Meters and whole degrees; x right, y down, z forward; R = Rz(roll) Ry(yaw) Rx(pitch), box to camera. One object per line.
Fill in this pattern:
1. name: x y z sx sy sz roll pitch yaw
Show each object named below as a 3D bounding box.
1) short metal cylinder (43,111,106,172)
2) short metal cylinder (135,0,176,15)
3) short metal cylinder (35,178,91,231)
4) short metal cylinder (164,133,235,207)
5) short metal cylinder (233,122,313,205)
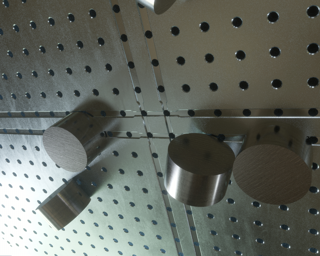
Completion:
1. short metal cylinder: -0.131 0.021 0.477 0.080 0.050 0.079 13 124 21
2. short metal cylinder: -0.003 -0.153 0.283 0.050 0.080 0.079 35 129 5
3. short metal cylinder: -0.170 0.135 0.549 0.080 0.080 0.050 -32 100 38
4. short metal cylinder: 0.047 0.050 0.382 0.080 0.080 0.050 19 126 17
5. short metal cylinder: 0.129 0.040 0.352 0.080 0.050 0.079 13 124 21
